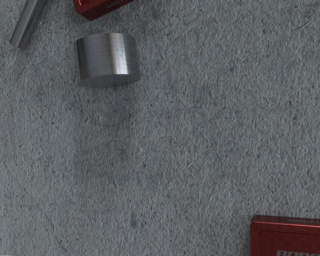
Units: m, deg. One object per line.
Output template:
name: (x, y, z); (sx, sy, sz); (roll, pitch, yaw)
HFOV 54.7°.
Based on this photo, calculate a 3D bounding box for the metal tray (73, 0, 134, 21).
metal tray: (-0.064, -0.218, 0.427); (0.130, 0.030, 0.090); (-18, 84, 18)

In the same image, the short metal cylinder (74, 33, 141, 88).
short metal cylinder: (-0.068, -0.085, 0.403); (0.080, 0.080, 0.050); (-8, 88, 19)

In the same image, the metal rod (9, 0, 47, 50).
metal rod: (-0.155, -0.258, 0.461); (0.025, 0.025, 0.298); (31, 100, 17)

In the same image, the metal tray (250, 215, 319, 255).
metal tray: (0.170, 0.150, 0.346); (0.130, 0.030, 0.089); (-1, 90, 19)
